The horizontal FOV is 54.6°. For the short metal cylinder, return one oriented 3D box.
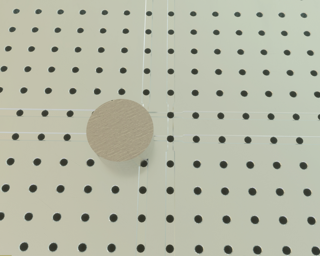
[{"bbox_3d":[-0.048,0.010,0.395,0.080,0.050,0.080,0,70,0],"label":"short metal cylinder"}]
